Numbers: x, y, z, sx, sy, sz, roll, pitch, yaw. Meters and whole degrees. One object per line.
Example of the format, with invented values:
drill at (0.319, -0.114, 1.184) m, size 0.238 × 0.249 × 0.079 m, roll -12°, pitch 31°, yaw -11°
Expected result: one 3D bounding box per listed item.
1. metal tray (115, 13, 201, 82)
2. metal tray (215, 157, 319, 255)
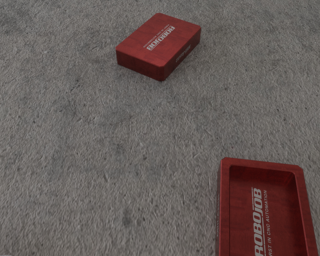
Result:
metal tray at (0.000, -0.139, 0.517) m, size 0.090 × 0.030 × 0.130 m, roll 26°, pitch 54°, yaw 20°
metal tray at (0.105, 0.095, 0.319) m, size 0.090 × 0.030 × 0.130 m, roll 6°, pitch 50°, yaw 5°
